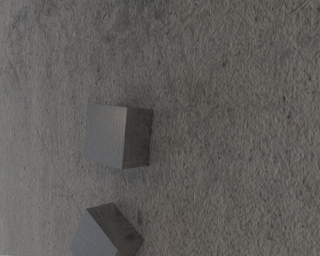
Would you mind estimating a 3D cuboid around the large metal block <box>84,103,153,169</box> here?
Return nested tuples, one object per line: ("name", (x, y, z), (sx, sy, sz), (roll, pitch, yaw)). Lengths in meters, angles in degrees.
("large metal block", (-0.060, 0.009, 0.438), (0.080, 0.050, 0.079), (9, 96, 39))

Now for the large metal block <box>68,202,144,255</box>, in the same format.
("large metal block", (-0.081, 0.171, 0.456), (0.080, 0.050, 0.079), (39, 114, 33))
